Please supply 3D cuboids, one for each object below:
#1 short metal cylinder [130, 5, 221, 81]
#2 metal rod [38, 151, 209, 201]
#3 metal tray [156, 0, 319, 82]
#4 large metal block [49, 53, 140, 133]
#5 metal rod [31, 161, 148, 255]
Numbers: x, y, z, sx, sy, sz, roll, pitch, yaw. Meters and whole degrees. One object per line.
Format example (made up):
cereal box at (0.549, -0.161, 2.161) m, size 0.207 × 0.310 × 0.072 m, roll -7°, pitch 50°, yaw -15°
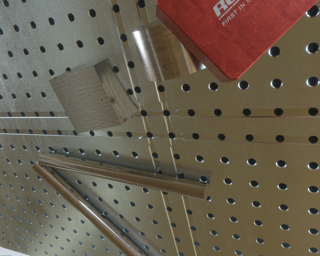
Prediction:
short metal cylinder at (0.016, -0.086, 0.314) m, size 0.080 × 0.080 × 0.050 m, roll -6°, pitch 116°, yaw 31°
metal rod at (-0.071, 0.071, 0.492) m, size 0.301 × 0.025 × 0.025 m, roll 7°, pitch 122°, yaw 24°
metal tray at (0.072, -0.113, 0.253) m, size 0.130 × 0.030 × 0.090 m, roll -45°, pitch 93°, yaw 1°
large metal block at (-0.086, -0.044, 0.413) m, size 0.080 × 0.050 × 0.080 m, roll -10°, pitch 114°, yaw 32°
metal rod at (-0.119, 0.168, 0.578) m, size 0.300 × 0.025 × 0.025 m, roll 43°, pitch 129°, yaw -2°
